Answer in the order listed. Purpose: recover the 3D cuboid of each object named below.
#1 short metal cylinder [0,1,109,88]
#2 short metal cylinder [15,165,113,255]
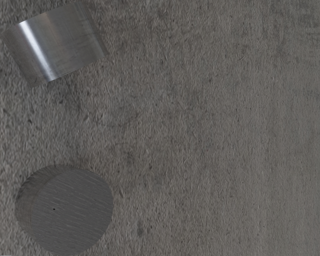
[{"bbox_3d":[-0.095,-0.077,0.289,0.080,0.080,0.050,-37,113,-34],"label":"short metal cylinder"},{"bbox_3d":[-0.095,0.079,0.309,0.081,0.050,0.080,0,90,-40],"label":"short metal cylinder"}]
